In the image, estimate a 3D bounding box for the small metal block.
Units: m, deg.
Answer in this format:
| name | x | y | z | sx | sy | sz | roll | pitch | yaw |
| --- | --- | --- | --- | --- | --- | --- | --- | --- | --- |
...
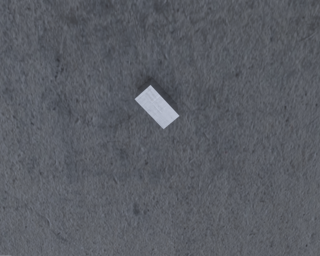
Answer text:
| name | x | y | z | sx | sy | sz | roll | pitch | yaw |
| --- | --- | --- | --- | --- | --- | --- | --- | --- | --- |
| small metal block | -0.003 | -0.032 | 0.384 | 0.025 | 0.050 | 0.050 | -40 | 105 | 13 |
